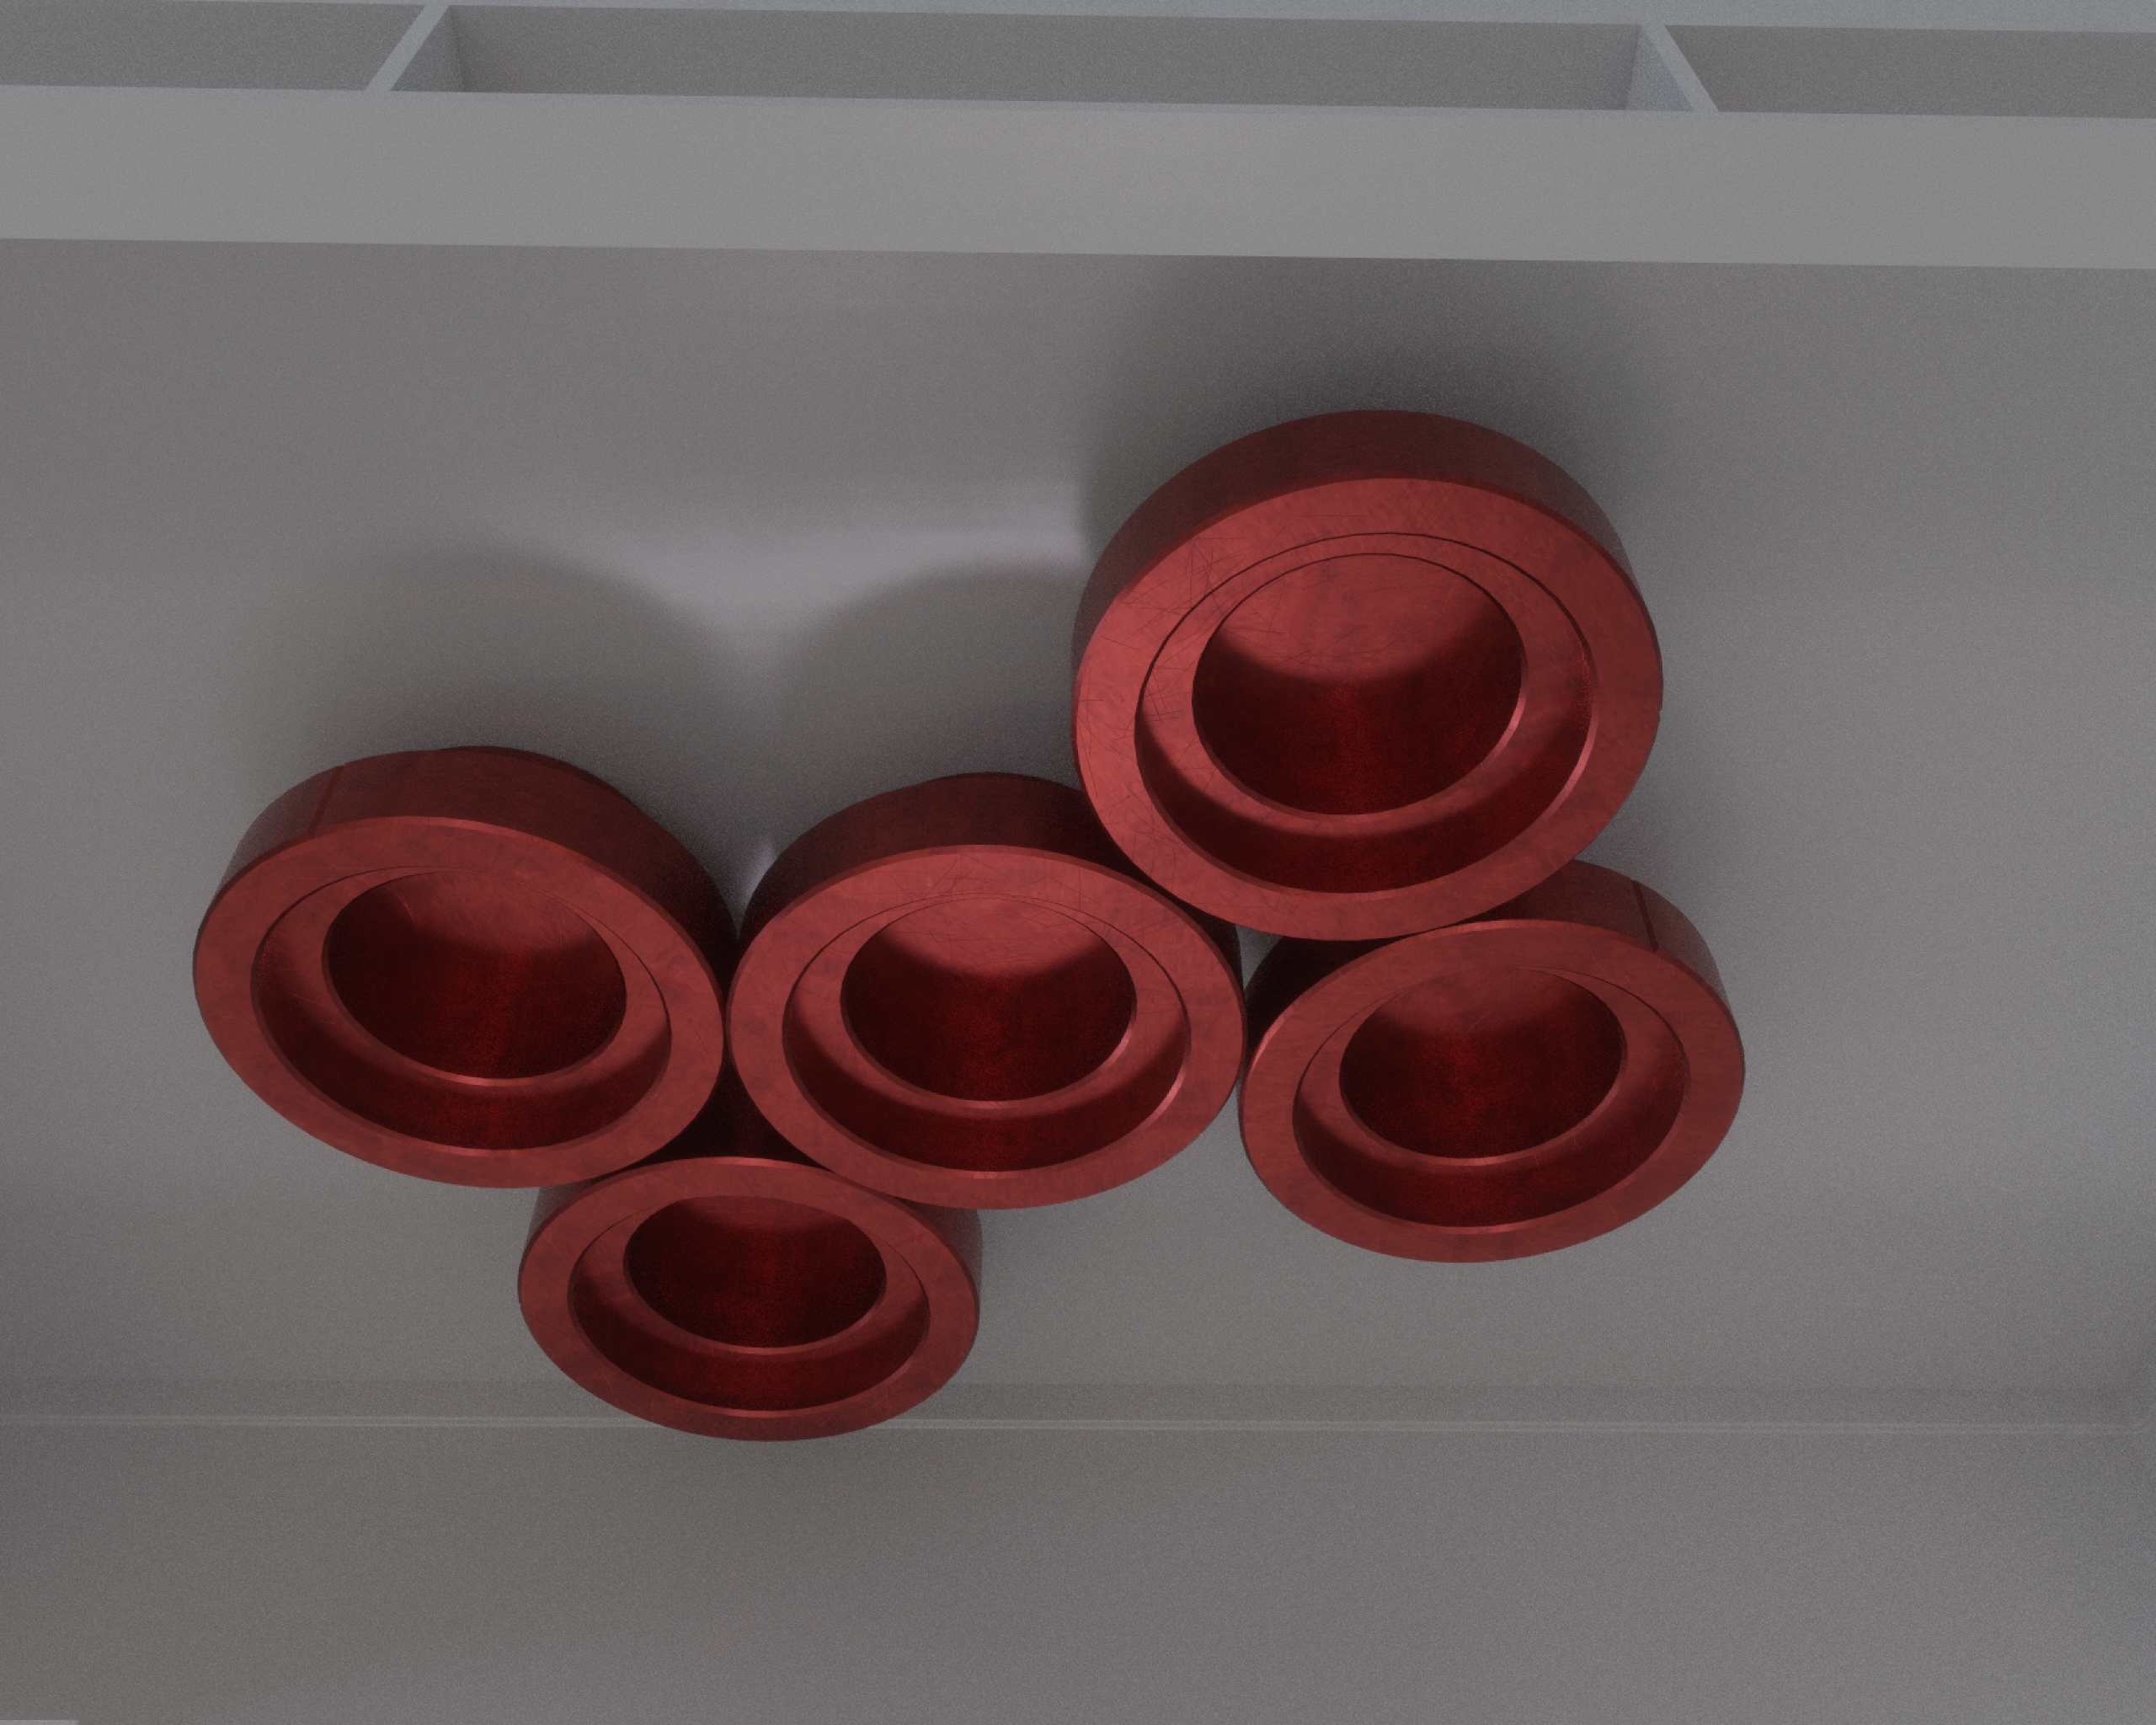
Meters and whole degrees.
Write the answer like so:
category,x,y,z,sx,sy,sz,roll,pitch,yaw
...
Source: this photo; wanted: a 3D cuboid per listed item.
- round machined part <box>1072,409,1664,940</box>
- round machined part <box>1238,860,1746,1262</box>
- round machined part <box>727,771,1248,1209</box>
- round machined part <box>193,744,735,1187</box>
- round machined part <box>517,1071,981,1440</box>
category,x,y,z,sx,sy,sz,roll,pitch,yaw
round machined part,0.048,-0.036,0.364,0.099,0.042,0.097,0,130,0
round machined part,0.081,0.034,0.424,0.099,0.042,0.097,0,130,0
round machined part,-0.017,0.021,0.411,0.099,0.042,0.097,0,130,0
round machined part,-0.115,0.016,0.407,0.099,0.042,0.097,0,130,0
round machined part,-0.070,0.083,0.464,0.099,0.042,0.097,0,130,0
